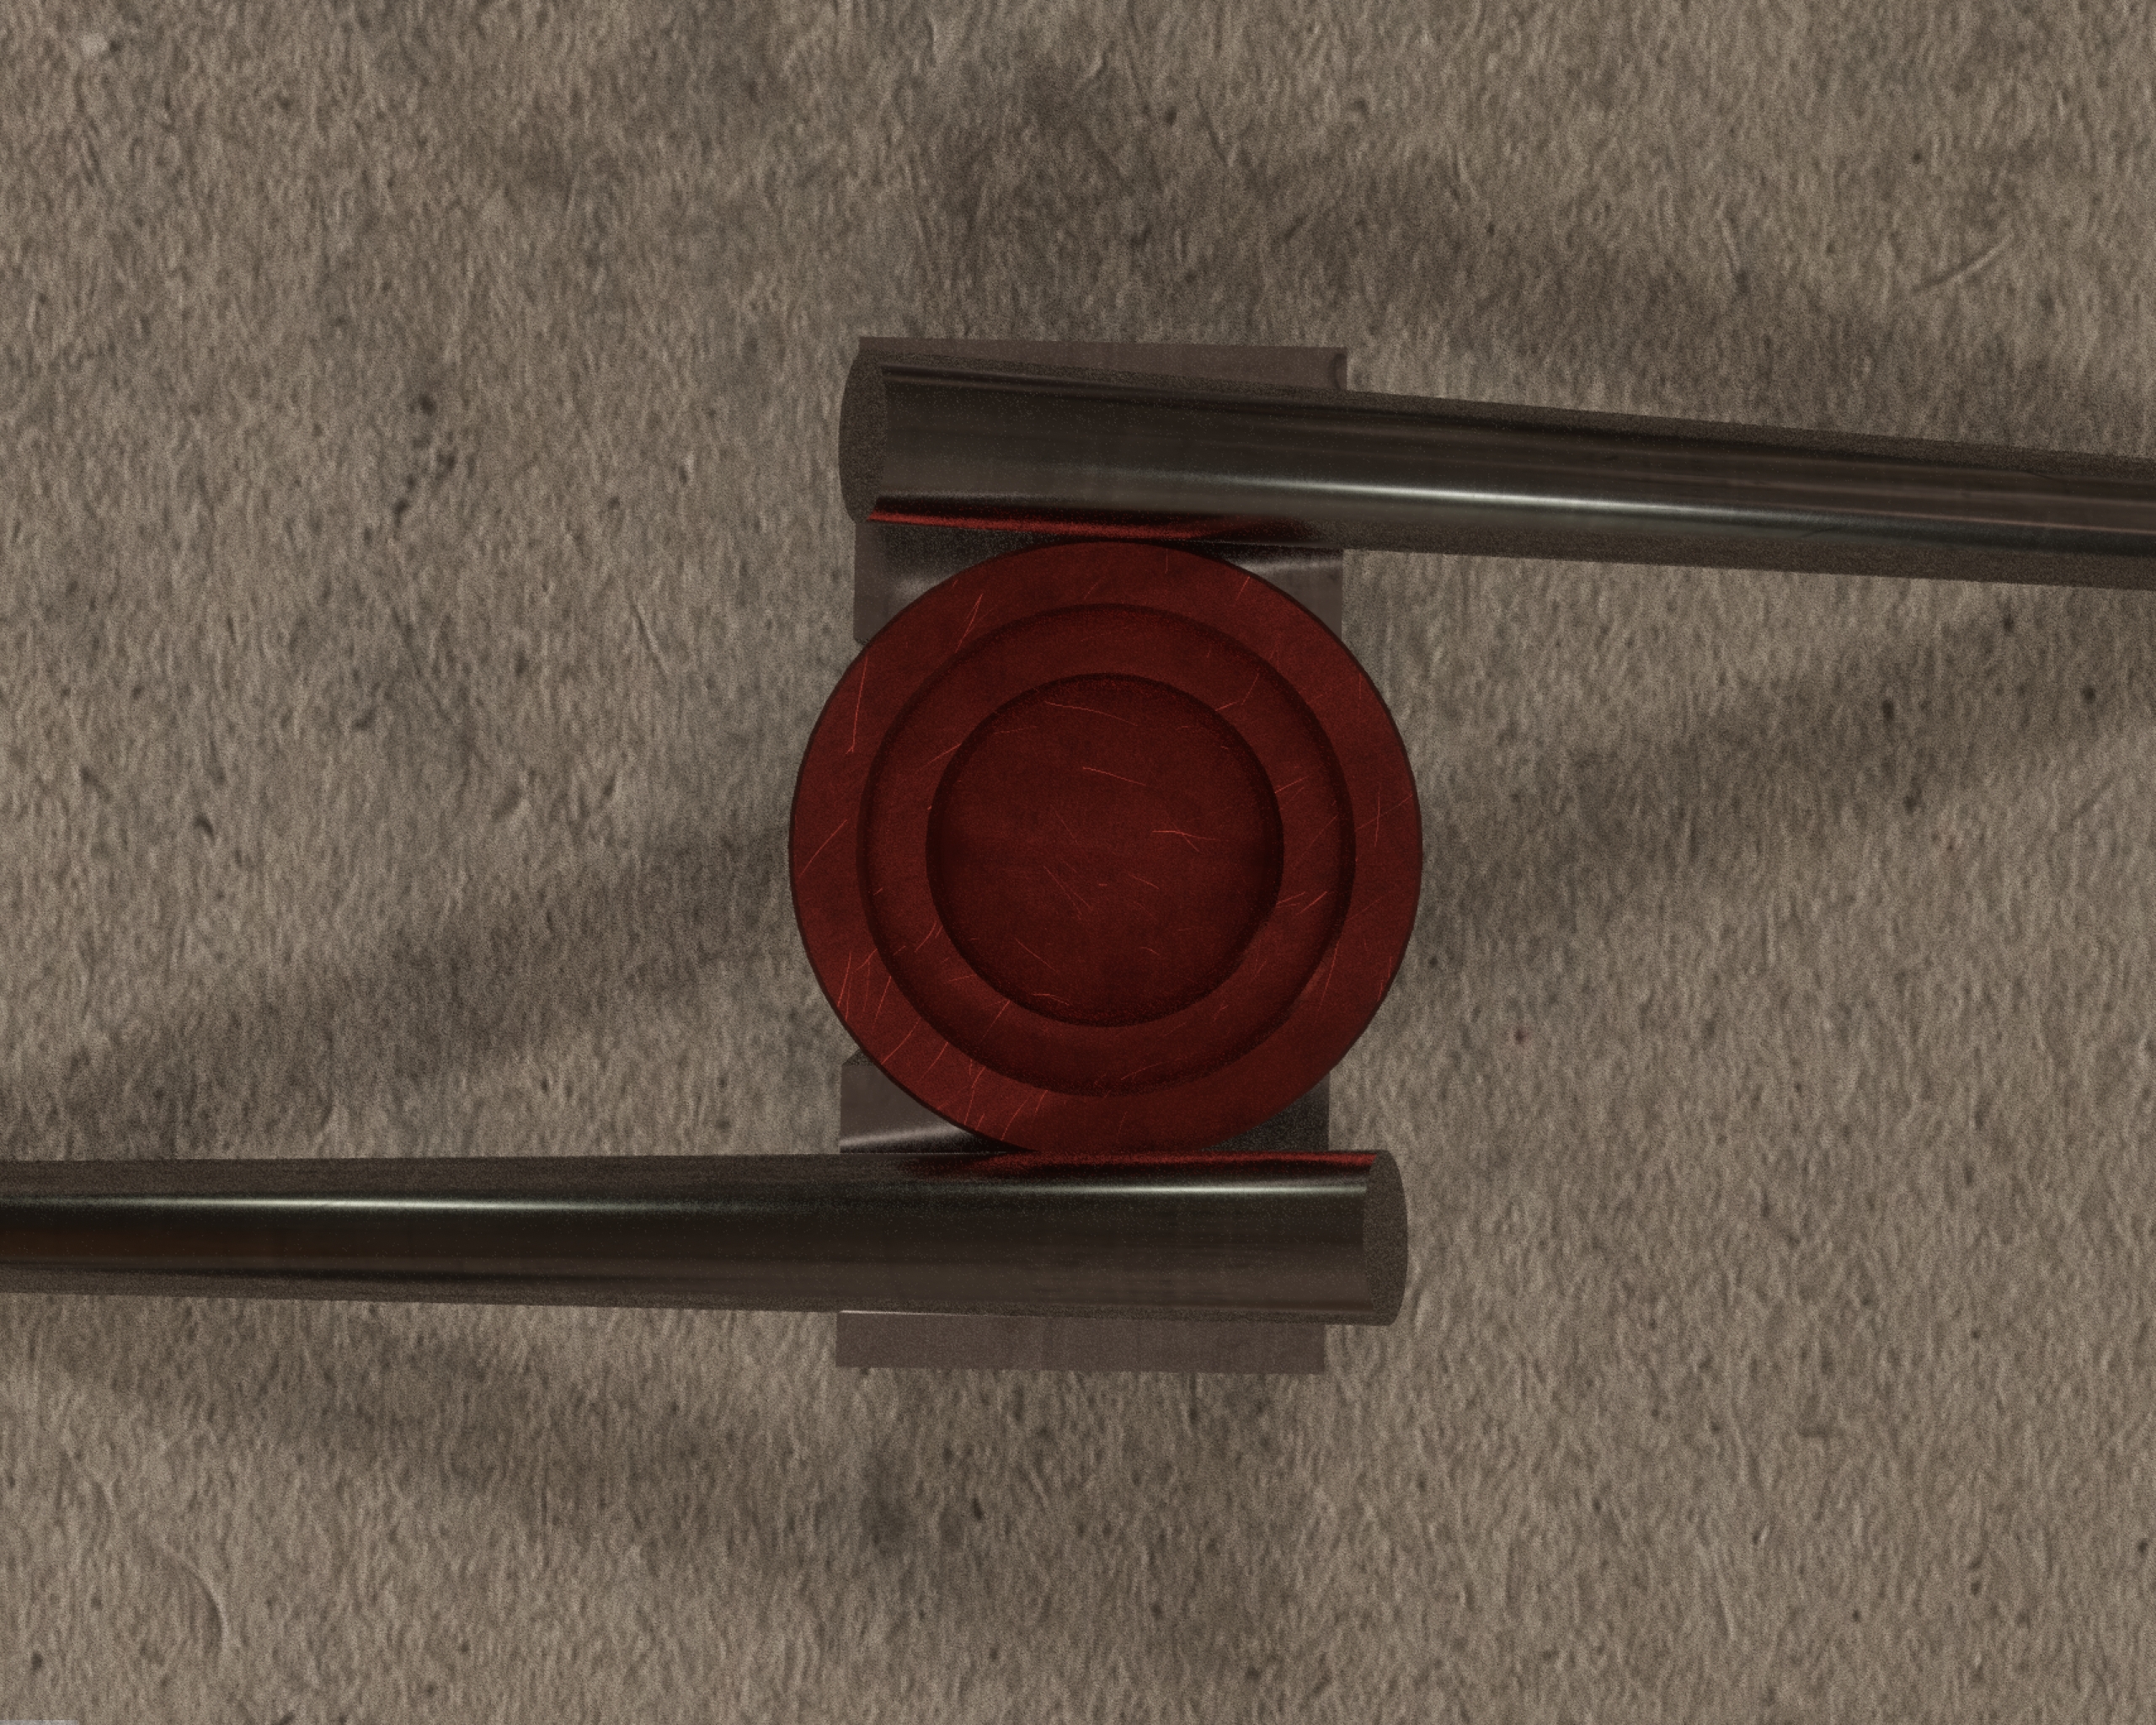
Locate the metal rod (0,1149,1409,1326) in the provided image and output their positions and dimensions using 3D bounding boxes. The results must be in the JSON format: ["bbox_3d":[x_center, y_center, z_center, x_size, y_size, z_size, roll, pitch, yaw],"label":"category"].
[{"bbox_3d":[-0.095,0.063,0.354,0.301,0.025,0.025,-4,90,22],"label":"metal rod"}]

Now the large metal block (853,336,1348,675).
[{"bbox_3d":[0.004,-0.061,0.384,0.081,0.080,0.050,1,90,-1],"label":"large metal block"}]

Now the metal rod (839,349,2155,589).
[{"bbox_3d":[0.109,-0.063,0.359,0.303,0.025,0.025,-1,90,-22],"label":"metal rod"}]

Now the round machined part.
[{"bbox_3d":[0.004,-0.002,0.344,0.099,0.042,0.097,0,90,-1],"label":"round machined part"}]

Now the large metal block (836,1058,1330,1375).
[{"bbox_3d":[0.001,0.059,0.384,0.081,0.080,0.050,1,90,-1],"label":"large metal block"}]
